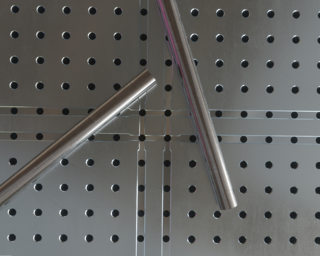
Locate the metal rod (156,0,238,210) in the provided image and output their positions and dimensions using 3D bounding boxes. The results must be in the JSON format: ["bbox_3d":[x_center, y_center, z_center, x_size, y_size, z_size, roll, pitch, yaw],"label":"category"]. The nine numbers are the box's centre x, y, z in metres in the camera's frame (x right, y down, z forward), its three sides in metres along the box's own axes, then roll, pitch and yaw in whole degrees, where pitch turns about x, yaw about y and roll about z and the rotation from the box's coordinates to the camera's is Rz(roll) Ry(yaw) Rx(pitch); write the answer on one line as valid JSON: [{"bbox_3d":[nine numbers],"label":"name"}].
[{"bbox_3d":[0.048,-0.038,0.413,0.025,0.025,0.298,-17,90,0],"label":"metal rod"}]

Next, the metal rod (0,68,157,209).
[{"bbox_3d":[-0.129,0.024,0.411,0.300,0.025,0.025,-39,91,-1],"label":"metal rod"}]
